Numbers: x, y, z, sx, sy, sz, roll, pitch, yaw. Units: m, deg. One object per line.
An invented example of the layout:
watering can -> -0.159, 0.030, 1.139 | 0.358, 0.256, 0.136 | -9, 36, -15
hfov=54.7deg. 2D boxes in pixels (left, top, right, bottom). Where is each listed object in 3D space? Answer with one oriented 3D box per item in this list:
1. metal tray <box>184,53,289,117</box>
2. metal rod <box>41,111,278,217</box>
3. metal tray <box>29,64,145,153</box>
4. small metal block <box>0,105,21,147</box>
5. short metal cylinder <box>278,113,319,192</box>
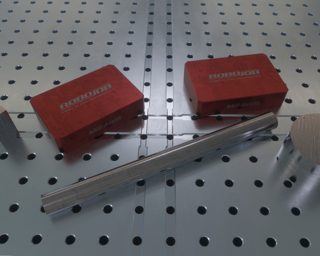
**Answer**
metal tray -> 0.109, -0.067, 0.461 | 0.131, 0.030, 0.090 | -8, 50, -7
metal rod -> 0.013, 0.037, 0.376 | 0.302, 0.025, 0.025 | -19, 53, -16
metal tray -> -0.098, -0.032, 0.430 | 0.131, 0.030, 0.090 | -29, 56, -23
small metal block -> -0.214, -0.010, 0.398 | 0.050, 0.050, 0.025 | 31, 57, 23
short metal cylinder -> 0.189, 0.029, 0.369 | 0.081, 0.050, 0.080 | 0, 50, 0
